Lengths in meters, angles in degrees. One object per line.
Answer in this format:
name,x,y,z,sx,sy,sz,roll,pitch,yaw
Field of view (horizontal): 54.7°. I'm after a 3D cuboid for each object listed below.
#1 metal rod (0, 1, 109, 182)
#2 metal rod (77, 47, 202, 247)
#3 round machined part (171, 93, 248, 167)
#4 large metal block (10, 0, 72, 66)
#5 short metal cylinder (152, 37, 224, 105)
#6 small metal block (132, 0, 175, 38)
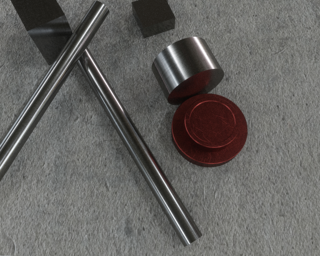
metal rod,-0.153,-0.040,0.403,0.025,0.025,0.300,27,78,9
metal rod,-0.038,0.011,0.403,0.025,0.025,0.299,-29,73,-10
round machined part,0.064,-0.001,0.400,0.099,0.042,0.098,0,70,-1
large metal block,-0.161,-0.149,0.431,0.050,0.080,0.080,-29,73,-10
short metal cylinder,0.036,-0.073,0.406,0.080,0.080,0.050,-23,72,-8
small metal block,-0.010,-0.171,0.470,0.050,0.025,0.050,-20,72,-8
